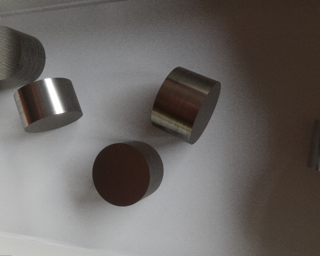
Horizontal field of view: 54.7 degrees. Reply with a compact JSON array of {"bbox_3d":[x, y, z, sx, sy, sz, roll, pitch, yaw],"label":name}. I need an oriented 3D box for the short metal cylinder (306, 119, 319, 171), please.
[{"bbox_3d":[0.195,0.022,0.312,0.080,0.080,0.050,9,93,20],"label":"short metal cylinder"}]

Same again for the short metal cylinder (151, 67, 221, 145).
[{"bbox_3d":[0.032,-0.027,0.370,0.050,0.080,0.080,25,99,18],"label":"short metal cylinder"}]

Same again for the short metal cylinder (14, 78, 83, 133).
[{"bbox_3d":[-0.156,-0.031,0.436,0.080,0.080,0.050,-23,83,18],"label":"short metal cylinder"}]

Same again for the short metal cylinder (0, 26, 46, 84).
[{"bbox_3d":[-0.226,-0.110,0.477,0.080,0.050,0.080,0,90,20],"label":"short metal cylinder"}]

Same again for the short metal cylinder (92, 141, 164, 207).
[{"bbox_3d":[-0.041,0.058,0.412,0.080,0.050,0.080,0,90,20],"label":"short metal cylinder"}]
